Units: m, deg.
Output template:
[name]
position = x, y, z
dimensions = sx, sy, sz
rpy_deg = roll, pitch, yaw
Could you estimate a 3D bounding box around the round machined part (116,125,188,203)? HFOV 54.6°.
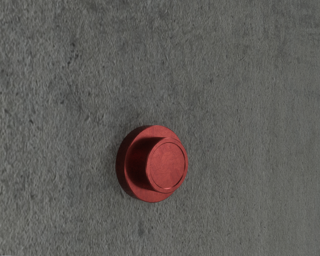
[round machined part]
position = -0.003, 0.045, 0.391
dimensions = 0.099, 0.042, 0.097
rpy_deg = 0, 90, -40
